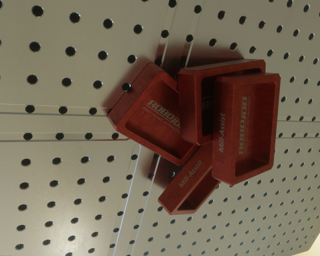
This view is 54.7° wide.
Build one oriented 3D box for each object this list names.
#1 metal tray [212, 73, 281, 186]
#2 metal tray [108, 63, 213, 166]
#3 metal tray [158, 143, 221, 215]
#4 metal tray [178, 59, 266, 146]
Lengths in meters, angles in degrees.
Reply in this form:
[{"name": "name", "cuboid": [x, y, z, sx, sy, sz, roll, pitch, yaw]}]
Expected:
[{"name": "metal tray", "cuboid": [0.109, -0.002, 0.390, 0.091, 0.030, 0.129, -12, 109, -36]}, {"name": "metal tray", "cuboid": [0.010, -0.012, 0.406, 0.130, 0.030, 0.090, 33, 100, -39]}, {"name": "metal tray", "cuboid": [0.065, 0.074, 0.472, 0.130, 0.030, 0.090, -52, 149, 9]}, {"name": "metal tray", "cuboid": [0.084, -0.038, 0.401, 0.131, 0.030, 0.089, -16, 111, -35]}]
